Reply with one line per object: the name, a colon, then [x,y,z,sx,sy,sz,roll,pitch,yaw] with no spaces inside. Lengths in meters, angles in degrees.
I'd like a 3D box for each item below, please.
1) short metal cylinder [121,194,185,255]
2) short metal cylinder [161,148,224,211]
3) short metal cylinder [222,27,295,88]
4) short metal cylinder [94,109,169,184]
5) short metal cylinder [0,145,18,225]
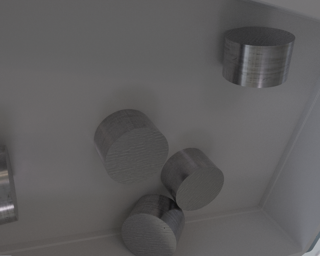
short metal cylinder: [-0.009,0.144,0.450,0.080,0.050,0.079,6,112,16]
short metal cylinder: [0.048,0.077,0.466,0.081,0.050,0.079,-14,124,-21]
short metal cylinder: [0.119,-0.089,0.383,0.081,0.080,0.050,-16,125,-20]
short metal cylinder: [-0.036,0.023,0.387,0.081,0.050,0.079,-14,124,-21]
short metal cylinder: [-0.177,0.061,0.314,0.050,0.080,0.079,-10,123,-23]
